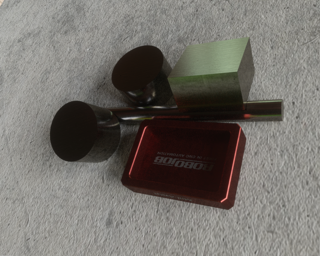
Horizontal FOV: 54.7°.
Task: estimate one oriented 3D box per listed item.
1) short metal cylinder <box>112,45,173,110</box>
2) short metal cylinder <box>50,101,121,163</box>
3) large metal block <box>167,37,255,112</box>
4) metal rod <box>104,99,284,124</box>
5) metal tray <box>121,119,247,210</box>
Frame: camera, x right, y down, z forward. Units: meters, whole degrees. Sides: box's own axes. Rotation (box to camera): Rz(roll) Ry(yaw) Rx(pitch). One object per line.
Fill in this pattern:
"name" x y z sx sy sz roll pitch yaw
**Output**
"short metal cylinder" -0.021 -0.071 0.444 0.080 0.050 0.080 -13 56 20
"short metal cylinder" -0.101 0.007 0.423 0.080 0.050 0.080 -4 80 27
"large metal block" 0.066 -0.065 0.379 0.080 0.050 0.080 -1 40 28
"metal rod" 0.004 -0.019 0.416 0.300 0.025 0.025 -1 62 27
"metal tray" 0.027 0.038 0.364 0.130 0.030 0.090 4 63 29
